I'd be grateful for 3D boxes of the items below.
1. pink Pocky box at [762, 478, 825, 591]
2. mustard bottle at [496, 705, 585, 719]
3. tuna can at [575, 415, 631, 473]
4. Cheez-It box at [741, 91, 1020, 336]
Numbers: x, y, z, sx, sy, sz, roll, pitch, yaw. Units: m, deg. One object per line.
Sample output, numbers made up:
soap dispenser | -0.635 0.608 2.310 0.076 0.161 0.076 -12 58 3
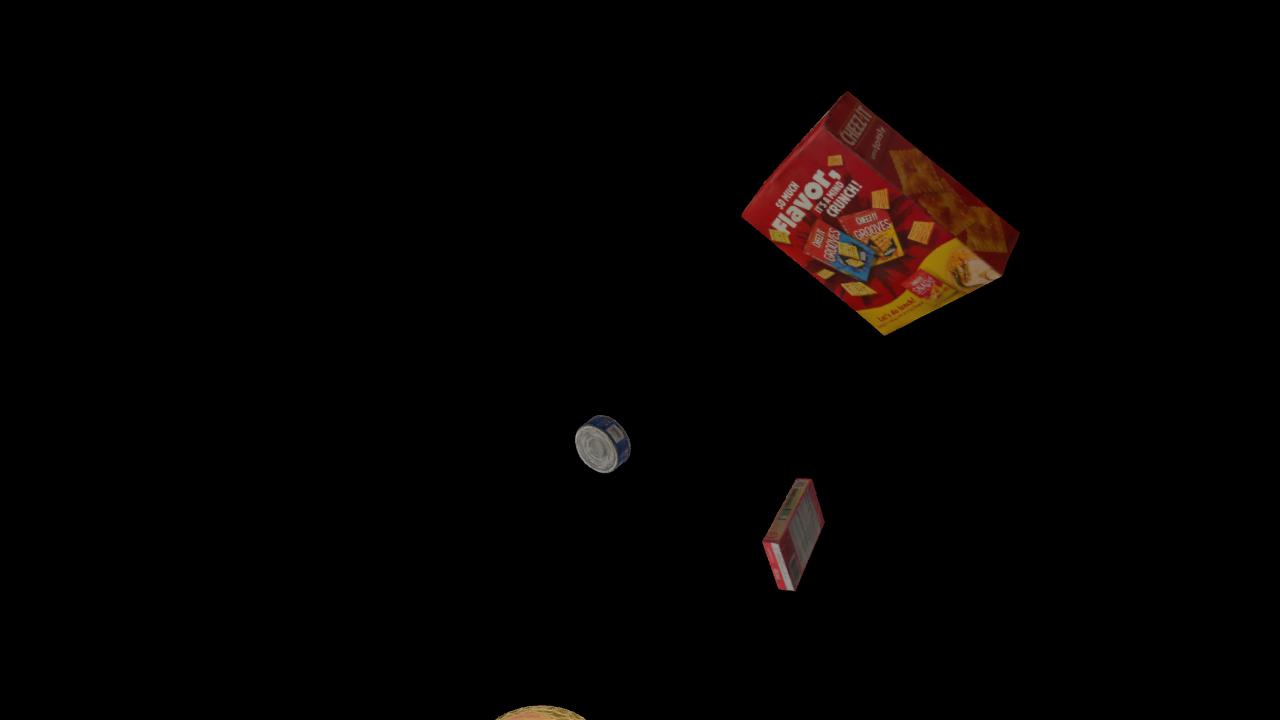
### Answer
pink Pocky box | 0.225 0.249 0.891 0.029 0.084 0.155 -7 21 36
mustard bottle | -0.092 0.279 0.402 0.092 0.054 0.184 -2 -16 7
tuna can | -0.057 0.127 0.925 0.084 0.084 0.034 0 22 36
Cheez-It box | 0.239 -0.141 0.643 0.223 0.071 0.166 37 -25 -4
